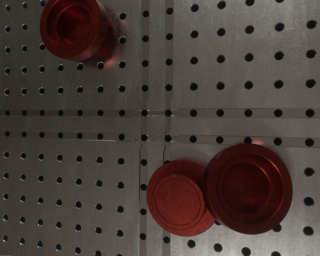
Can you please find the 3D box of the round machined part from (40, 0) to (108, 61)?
[{"bbox_3d":[-0.118,-0.144,0.444,0.098,0.042,0.097,0,90,19],"label":"round machined part"}]

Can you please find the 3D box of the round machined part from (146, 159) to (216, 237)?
[{"bbox_3d":[0.028,0.090,0.393,0.098,0.042,0.097,0,90,19],"label":"round machined part"}]

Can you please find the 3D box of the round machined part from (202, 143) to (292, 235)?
[{"bbox_3d":[0.095,0.068,0.355,0.099,0.042,0.097,2,79,-9],"label":"round machined part"}]
